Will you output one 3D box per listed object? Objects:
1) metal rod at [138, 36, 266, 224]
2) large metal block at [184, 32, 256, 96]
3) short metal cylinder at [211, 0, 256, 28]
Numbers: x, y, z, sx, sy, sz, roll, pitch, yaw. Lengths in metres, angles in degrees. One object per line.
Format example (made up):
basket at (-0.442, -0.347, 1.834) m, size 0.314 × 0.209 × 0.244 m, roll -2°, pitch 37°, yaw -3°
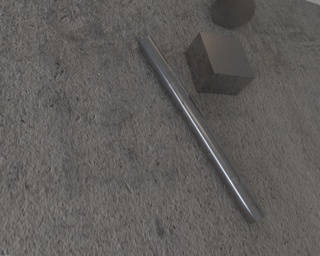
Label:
metal rod at (0.052, -0.007, 0.435) m, size 0.025 × 0.025 × 0.299 m, roll -21°, pitch 73°, yaw -36°
large metal block at (0.095, -0.102, 0.501) m, size 0.081 × 0.050 × 0.080 m, roll 1°, pitch 61°, yaw -28°
short metal cylinder at (0.137, -0.238, 0.587) m, size 0.081 × 0.080 × 0.050 m, roll 16°, pitch 55°, yaw -19°
